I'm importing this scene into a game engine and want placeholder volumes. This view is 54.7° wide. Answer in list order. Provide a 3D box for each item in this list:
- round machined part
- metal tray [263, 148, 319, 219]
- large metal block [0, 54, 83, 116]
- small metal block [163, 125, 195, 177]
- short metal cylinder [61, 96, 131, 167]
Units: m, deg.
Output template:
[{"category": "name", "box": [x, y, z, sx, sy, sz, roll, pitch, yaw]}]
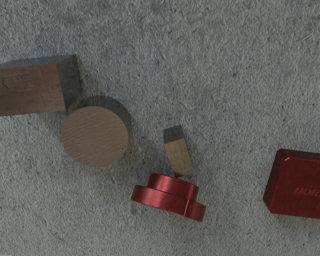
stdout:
[{"category": "round machined part", "box": [0.014, 0.090, 0.414, 0.099, 0.098, 0.042, 19, 75, -8]}, {"category": "metal tray", "box": [0.224, 0.083, 0.441, 0.131, 0.030, 0.089, 7, 110, -4]}, {"category": "large metal block", "box": [-0.143, -0.052, 0.359, 0.080, 0.080, 0.050, -5, 110, 1]}, {"category": "small metal block", "box": [0.024, 0.030, 0.408, 0.025, 0.050, 0.050, -17, 110, 5]}, {"category": "short metal cylinder", "box": [-0.079, 0.003, 0.397, 0.081, 0.050, 0.079, 0, 110, -1]}]
